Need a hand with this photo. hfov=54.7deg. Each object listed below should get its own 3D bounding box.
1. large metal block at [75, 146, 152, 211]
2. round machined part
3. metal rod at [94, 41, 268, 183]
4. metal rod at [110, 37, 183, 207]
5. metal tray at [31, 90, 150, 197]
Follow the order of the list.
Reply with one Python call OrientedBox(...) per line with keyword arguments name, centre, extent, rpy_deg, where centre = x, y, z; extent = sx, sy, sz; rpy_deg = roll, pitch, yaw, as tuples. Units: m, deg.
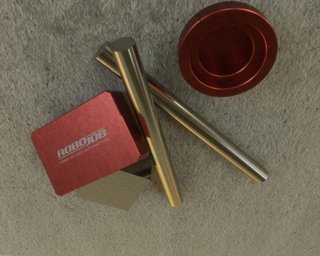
OrientedBox(name="large metal block", centre=(-0.066, 0.068, 0.448), extent=(0.080, 0.050, 0.079), rpy_deg=(21, 127, -17))
OrientedBox(name="round machined part", centre=(0.068, -0.084, 0.325), extent=(0.099, 0.042, 0.097), rpy_deg=(-1, 130, 0))
OrientedBox(name="metal rod", centre=(0.045, -0.006, 0.402), extent=(0.301, 0.025, 0.025), rpy_deg=(36, 121, -27))
OrientedBox(name="metal rod", centre=(-0.005, 0.019, 0.401), extent=(0.025, 0.025, 0.299), rpy_deg=(-9, 137, 7))
OrientedBox(name="metal tray", centre=(-0.089, 0.020, 0.387), extent=(0.130, 0.030, 0.090), rpy_deg=(-26, 87, 20))
